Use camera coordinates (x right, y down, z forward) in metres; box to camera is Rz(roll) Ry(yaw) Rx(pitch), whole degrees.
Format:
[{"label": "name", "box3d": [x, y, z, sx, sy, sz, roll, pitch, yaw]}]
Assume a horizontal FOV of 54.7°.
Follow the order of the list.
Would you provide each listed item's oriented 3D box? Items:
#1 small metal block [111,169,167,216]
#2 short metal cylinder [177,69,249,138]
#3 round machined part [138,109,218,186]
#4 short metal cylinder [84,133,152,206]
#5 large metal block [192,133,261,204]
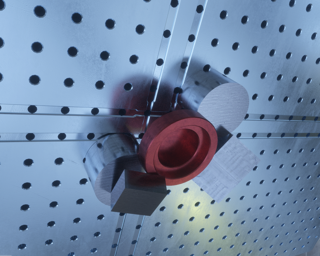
[{"label": "small metal block", "box3d": [-0.026, 0.077, 0.364, 0.050, 0.025, 0.050, 13, 132, -21]}, {"label": "short metal cylinder", "box3d": [0.070, -0.032, 0.413, 0.081, 0.050, 0.079, -14, 124, -21]}, {"label": "round machined part", "box3d": [0.019, 0.020, 0.385, 0.099, 0.042, 0.097, -14, 124, -21]}, {"label": "short metal cylinder", "box3d": [-0.051, 0.054, 0.400, 0.081, 0.050, 0.079, -14, 124, -21]}, {"label": "large metal block", "box3d": [0.086, 0.050, 0.445, 0.050, 0.080, 0.080, 43, 95, -5]}]
